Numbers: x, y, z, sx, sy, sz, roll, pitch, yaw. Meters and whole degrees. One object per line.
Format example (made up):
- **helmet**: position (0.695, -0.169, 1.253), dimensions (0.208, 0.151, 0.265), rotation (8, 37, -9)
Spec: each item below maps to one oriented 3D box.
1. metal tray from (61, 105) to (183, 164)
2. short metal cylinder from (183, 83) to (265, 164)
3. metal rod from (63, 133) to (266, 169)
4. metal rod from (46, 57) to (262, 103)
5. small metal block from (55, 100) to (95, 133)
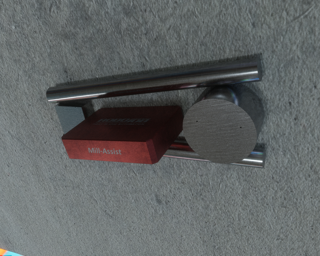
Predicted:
- **metal tray**: position (-0.045, 0.005, 0.392), dimensions (0.130, 0.090, 0.030), rotation (0, 118, 28)
- **short metal cylinder**: position (0.072, -0.007, 0.349), dimensions (0.080, 0.050, 0.079), rotation (13, 124, 21)
- **metal rod**: position (-0.012, 0.026, 0.431), dimensions (0.301, 0.025, 0.025), rotation (4, 120, 26)
- **metal rod**: position (-0.029, -0.055, 0.390), dimensions (0.300, 0.025, 0.025), rotation (-2, 117, 29)
- **small metal block**: position (-0.123, -0.015, 0.465), dimensions (0.050, 0.025, 0.050), rotation (4, 121, 26)
